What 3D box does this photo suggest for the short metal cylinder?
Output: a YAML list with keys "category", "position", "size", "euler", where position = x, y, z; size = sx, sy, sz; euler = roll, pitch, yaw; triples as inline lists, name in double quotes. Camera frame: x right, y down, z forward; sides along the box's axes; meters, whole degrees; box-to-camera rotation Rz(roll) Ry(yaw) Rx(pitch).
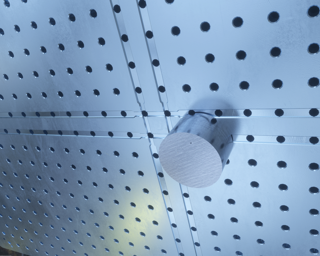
- category: "short metal cylinder"
  position: [0.045, 0.028, 0.389]
  size: [0.080, 0.050, 0.080]
  euler: [13, 124, 21]
